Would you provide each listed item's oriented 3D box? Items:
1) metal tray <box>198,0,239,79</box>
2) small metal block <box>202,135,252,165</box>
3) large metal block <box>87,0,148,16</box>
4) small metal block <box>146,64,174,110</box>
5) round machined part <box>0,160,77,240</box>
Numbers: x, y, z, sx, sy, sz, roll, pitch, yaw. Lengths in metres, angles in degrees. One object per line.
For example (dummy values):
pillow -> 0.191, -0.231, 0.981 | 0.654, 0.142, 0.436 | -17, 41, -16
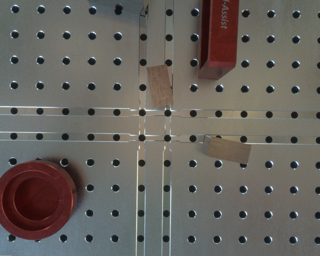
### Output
metal tray -> 0.071, -0.132, 0.381 | 0.030, 0.090, 0.129 | 3, 90, 0
small metal block -> 0.085, 0.027, 0.402 | 0.050, 0.050, 0.025 | 12, 90, -1
large metal block -> -0.050, -0.202, 0.400 | 0.080, 0.050, 0.080 | 14, 90, -1
small metal block -> 0.000, -0.051, 0.401 | 0.025, 0.050, 0.050 | -10, 90, 0
round machined part -> -0.157, 0.090, 0.403 | 0.099, 0.042, 0.097 | 0, 90, -1
